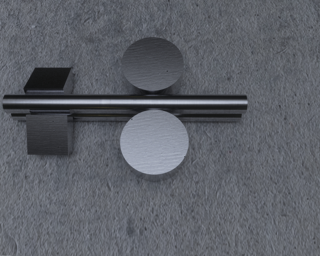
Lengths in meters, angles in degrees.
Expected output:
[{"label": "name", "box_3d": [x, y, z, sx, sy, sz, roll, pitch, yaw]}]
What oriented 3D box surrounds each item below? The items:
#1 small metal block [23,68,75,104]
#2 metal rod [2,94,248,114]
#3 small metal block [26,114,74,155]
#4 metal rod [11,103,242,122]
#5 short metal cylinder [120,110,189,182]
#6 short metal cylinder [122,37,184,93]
[{"label": "small metal block", "box_3d": [-0.148, -0.058, 0.419, 0.050, 0.025, 0.050, 0, 43, 0]}, {"label": "metal rod", "box_3d": [-0.043, -0.031, 0.394, 0.302, 0.025, 0.025, 0, 70, 0]}, {"label": "small metal block", "box_3d": [-0.139, 0.007, 0.395, 0.050, 0.025, 0.050, 1, 97, -1]}, {"label": "metal rod", "box_3d": [-0.044, -0.022, 0.417, 0.302, 0.025, 0.025, 0, 70, 0]}, {"label": "short metal cylinder", "box_3d": [-0.006, 0.024, 0.387, 0.081, 0.050, 0.080, 0, 70, 0]}, {"label": "short metal cylinder", "box_3d": [-0.009, -0.076, 0.423, 0.081, 0.050, 0.080, 0, 70, 0]}]
